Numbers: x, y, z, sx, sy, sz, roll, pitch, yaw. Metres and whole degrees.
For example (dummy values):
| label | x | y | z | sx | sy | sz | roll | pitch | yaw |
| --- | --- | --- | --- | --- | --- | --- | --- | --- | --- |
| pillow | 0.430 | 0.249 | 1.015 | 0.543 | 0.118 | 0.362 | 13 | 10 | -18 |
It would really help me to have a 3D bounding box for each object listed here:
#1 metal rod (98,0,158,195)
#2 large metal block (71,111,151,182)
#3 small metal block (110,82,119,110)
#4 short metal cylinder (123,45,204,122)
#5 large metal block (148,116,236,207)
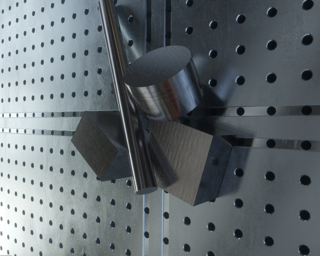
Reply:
| label | x | y | z | sx | sy | sz | roll | pitch | yaw |
| --- | --- | --- | --- | --- | --- | --- | --- | --- | --- |
| metal rod | -0.048 | -0.060 | 0.408 | 0.025 | 0.025 | 0.299 | -34 | 57 | 34 |
| large metal block | -0.058 | 0.022 | 0.419 | 0.080 | 0.081 | 0.050 | 45 | 117 | 30 |
| small metal block | -0.039 | -0.052 | 0.440 | 0.050 | 0.025 | 0.050 | -30 | 72 | 35 |
| short metal cylinder | 0.005 | -0.052 | 0.359 | 0.080 | 0.080 | 0.050 | 11 | 141 | 39 |
| large metal block | 0.031 | 0.034 | 0.365 | 0.080 | 0.050 | 0.079 | 22 | 104 | 37 |
